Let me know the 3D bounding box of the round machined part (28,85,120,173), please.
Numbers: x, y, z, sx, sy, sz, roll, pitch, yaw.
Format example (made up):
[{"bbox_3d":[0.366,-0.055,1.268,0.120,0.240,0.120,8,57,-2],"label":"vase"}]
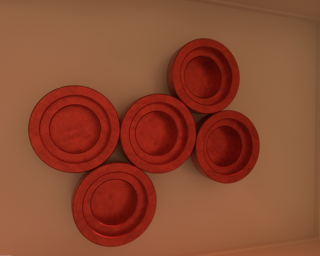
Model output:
[{"bbox_3d":[-0.100,0.001,0.362,0.099,0.042,0.097,0,90,-20],"label":"round machined part"}]

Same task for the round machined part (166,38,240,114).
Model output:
[{"bbox_3d":[0.054,-0.067,0.419,0.099,0.042,0.097,0,90,-20],"label":"round machined part"}]

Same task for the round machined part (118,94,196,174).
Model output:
[{"bbox_3d":[-0.007,0.007,0.395,0.099,0.042,0.097,0,90,-20],"label":"round machined part"}]

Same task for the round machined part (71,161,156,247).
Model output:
[{"bbox_3d":[-0.057,0.088,0.377,0.099,0.042,0.097,0,90,-20],"label":"round machined part"}]

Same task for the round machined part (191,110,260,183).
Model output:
[{"bbox_3d":[0.085,0.025,0.430,0.099,0.042,0.097,0,90,-20],"label":"round machined part"}]
